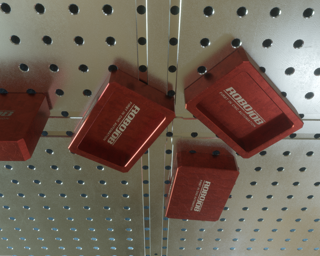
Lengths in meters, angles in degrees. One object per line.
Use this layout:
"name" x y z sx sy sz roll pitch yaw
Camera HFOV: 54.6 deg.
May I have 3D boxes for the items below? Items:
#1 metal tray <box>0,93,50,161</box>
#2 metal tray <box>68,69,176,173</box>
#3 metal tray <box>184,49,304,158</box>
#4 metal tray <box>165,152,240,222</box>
"metal tray" -0.208 -0.004 0.363 0.131 0.090 0.030 0 130 -1
"metal tray" -0.051 -0.003 0.405 0.090 0.030 0.129 26 125 -21
"metal tray" 0.105 -0.024 0.388 0.090 0.030 0.130 -37 122 27
"metal tray" 0.062 0.097 0.491 0.091 0.030 0.129 6 130 -5
